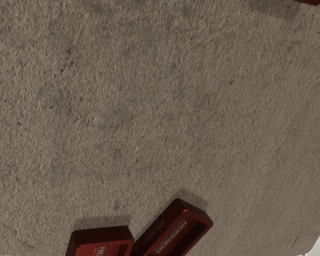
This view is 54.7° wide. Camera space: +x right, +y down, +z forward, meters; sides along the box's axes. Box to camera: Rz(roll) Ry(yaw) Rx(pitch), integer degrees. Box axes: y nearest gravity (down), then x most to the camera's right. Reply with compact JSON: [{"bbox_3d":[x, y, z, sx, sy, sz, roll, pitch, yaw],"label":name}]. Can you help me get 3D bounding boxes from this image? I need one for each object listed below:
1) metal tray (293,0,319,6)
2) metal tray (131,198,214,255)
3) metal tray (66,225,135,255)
[{"bbox_3d":[0.178,-0.222,0.365,0.091,0.030,0.129,2,118,-30],"label":"metal tray"},{"bbox_3d":[0.020,0.189,0.533,0.130,0.030,0.090,-49,129,6],"label":"metal tray"},{"bbox_3d":[-0.101,0.214,0.481,0.091,0.030,0.129,5,116,-31],"label":"metal tray"}]
